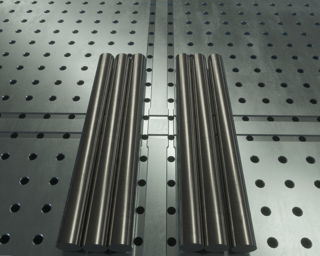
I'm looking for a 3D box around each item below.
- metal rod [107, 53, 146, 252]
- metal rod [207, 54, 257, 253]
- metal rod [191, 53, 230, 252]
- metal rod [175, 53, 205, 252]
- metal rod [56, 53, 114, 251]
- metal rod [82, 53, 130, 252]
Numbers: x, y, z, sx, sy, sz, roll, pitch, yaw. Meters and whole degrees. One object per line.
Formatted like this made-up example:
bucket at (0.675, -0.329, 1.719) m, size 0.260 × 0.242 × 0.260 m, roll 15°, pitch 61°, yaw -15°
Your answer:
metal rod at (-0.037, 0.004, 0.403) m, size 0.025 × 0.025 × 0.300 m, roll 1°, pitch 50°, yaw 1°
metal rod at (0.086, 0.005, 0.403) m, size 0.025 × 0.025 × 0.300 m, roll 1°, pitch 50°, yaw 1°
metal rod at (0.059, 0.004, 0.404) m, size 0.025 × 0.025 × 0.300 m, roll 1°, pitch 50°, yaw 1°
metal rod at (0.034, 0.004, 0.404) m, size 0.025 × 0.025 × 0.300 m, roll 1°, pitch 50°, yaw 1°
metal rod at (-0.088, 0.004, 0.404) m, size 0.025 × 0.025 × 0.300 m, roll 1°, pitch 50°, yaw 1°
metal rod at (-0.062, 0.004, 0.403) m, size 0.025 × 0.025 × 0.300 m, roll 1°, pitch 50°, yaw 1°
